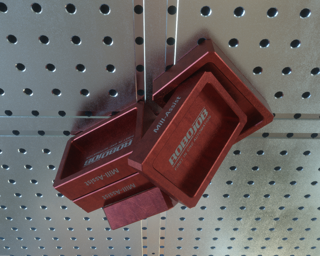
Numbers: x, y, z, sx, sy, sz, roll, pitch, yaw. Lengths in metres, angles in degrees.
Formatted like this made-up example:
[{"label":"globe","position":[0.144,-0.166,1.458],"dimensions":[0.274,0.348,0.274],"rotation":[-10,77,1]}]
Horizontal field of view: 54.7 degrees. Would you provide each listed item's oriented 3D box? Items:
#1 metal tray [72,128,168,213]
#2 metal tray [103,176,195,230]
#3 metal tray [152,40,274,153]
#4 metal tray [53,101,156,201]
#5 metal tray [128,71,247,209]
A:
[{"label":"metal tray","position":[-0.050,0.048,0.407],"dimensions":[0.130,0.090,0.030],"rotation":[-26,126,20]},{"label":"metal tray","position":[-0.007,0.093,0.430],"dimensions":[0.090,0.131,0.030],"rotation":[-25,84,20]},{"label":"metal tray","position":[0.066,-0.032,0.380],"dimensions":[0.090,0.030,0.130],"rotation":[-36,122,26]},{"label":"metal tray","position":[-0.067,0.028,0.391],"dimensions":[0.130,0.090,0.030],"rotation":[-26,126,20]},{"label":"metal tray","position":[0.036,0.012,0.348],"dimensions":[0.090,0.030,0.130],"rotation":[43,73,-30]}]
